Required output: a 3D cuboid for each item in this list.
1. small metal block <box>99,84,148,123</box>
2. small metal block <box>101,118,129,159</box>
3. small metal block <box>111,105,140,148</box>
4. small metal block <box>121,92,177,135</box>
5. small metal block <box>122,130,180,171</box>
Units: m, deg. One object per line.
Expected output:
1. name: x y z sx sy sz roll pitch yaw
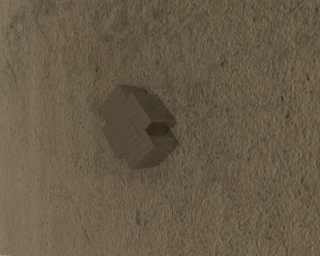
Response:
1. small metal block: -0.047 -0.032 0.426 0.050 0.050 0.025 -46 63 30
2. small metal block: -0.044 0.013 0.423 0.025 0.050 0.050 -47 62 30
3. small metal block: -0.029 -0.003 0.411 0.025 0.050 0.050 -47 62 30
4. small metal block: -0.014 -0.018 0.399 0.025 0.050 0.050 -48 62 29
5. small metal block: -0.011 0.027 0.397 0.050 0.050 0.025 -46 63 30
